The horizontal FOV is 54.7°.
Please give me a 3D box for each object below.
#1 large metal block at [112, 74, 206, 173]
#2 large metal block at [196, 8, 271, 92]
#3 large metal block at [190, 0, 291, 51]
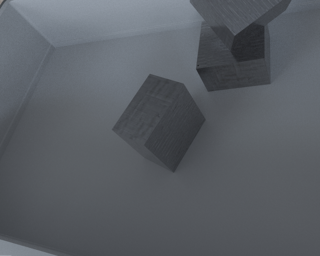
[{"bbox_3d":[0.002,-0.004,0.371,0.050,0.080,0.080,23,74,36],"label":"large metal block"},{"bbox_3d":[0.097,-0.098,0.399,0.080,0.050,0.080,-4,60,25],"label":"large metal block"},{"bbox_3d":[0.089,-0.149,0.348,0.080,0.050,0.080,-37,82,3],"label":"large metal block"}]
